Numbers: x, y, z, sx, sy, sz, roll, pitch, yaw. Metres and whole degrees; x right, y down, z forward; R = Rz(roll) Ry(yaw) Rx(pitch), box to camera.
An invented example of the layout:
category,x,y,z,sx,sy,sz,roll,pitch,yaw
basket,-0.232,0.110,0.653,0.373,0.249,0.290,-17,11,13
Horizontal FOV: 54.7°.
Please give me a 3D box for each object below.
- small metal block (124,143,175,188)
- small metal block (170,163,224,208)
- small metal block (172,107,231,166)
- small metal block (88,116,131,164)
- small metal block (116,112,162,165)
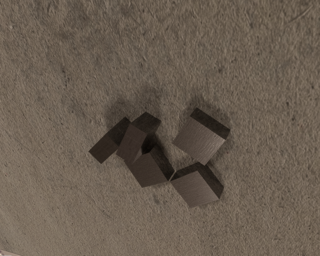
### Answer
category,x,y,z,sx,sy,sz,roll,pitch,yaw
small metal block,-0.015,0.055,0.447,0.050,0.025,0.050,-21,108,36
small metal block,0.051,0.078,0.427,0.050,0.025,0.050,-29,103,37
small metal block,0.051,0.011,0.386,0.050,0.025,0.050,34,129,5
small metal block,-0.065,0.017,0.434,0.025,0.050,0.050,46,129,-4
small metal block,-0.027,0.012,0.406,0.025,0.050,0.050,32,118,8
